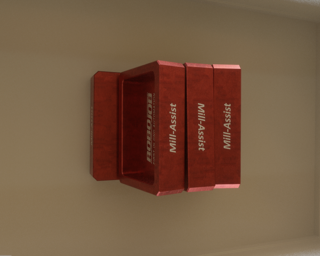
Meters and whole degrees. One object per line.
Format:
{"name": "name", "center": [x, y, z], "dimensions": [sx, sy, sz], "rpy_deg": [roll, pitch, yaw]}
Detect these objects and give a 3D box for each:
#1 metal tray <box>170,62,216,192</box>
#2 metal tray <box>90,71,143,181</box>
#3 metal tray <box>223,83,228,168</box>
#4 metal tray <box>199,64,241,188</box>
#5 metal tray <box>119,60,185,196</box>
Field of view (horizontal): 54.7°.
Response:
{"name": "metal tray", "center": [0.026, 0.000, 0.350], "dimensions": [0.030, 0.090, 0.129], "rpy_deg": [0, 88, -20]}
{"name": "metal tray", "center": [-0.040, -0.002, 0.390], "dimensions": [0.091, 0.030, 0.129], "rpy_deg": [1, 90, -20]}
{"name": "metal tray", "center": [0.045, 0.000, 0.423], "dimensions": [0.091, 0.030, 0.129], "rpy_deg": [1, 90, -20]}
{"name": "metal tray", "center": [0.065, -0.002, 0.363], "dimensions": [0.030, 0.090, 0.129], "rpy_deg": [0, 90, -6]}
{"name": "metal tray", "center": [-0.012, 0.000, 0.335], "dimensions": [0.030, 0.090, 0.129], "rpy_deg": [0, 90, -33]}
